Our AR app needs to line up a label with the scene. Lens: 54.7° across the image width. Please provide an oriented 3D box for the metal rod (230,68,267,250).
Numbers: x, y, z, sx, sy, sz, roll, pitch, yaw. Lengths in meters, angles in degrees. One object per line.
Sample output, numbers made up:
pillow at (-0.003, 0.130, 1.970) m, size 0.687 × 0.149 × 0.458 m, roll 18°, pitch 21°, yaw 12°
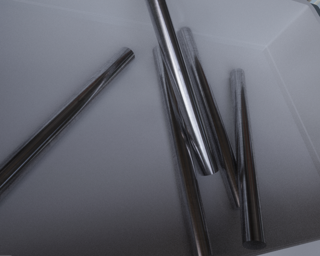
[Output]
metal rod at (0.117, 0.016, 0.433) m, size 0.025 × 0.025 × 0.300 m, roll 23°, pitch 46°, yaw -15°

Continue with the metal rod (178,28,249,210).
metal rod at (0.074, -0.029, 0.462) m, size 0.025 × 0.025 × 0.299 m, roll 0°, pitch 62°, yaw -28°

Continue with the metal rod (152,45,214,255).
metal rod at (0.024, 0.012, 0.411) m, size 0.025 × 0.025 × 0.299 m, roll 4°, pitch 60°, yaw -26°

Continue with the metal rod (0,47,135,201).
metal rod at (-0.112, -0.008, 0.349) m, size 0.025 × 0.025 × 0.301 m, roll 37°, pitch 51°, yaw -4°

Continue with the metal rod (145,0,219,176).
metal rod at (0.019, -0.083, 0.391) m, size 0.025 × 0.025 × 0.298 m, roll -23°, pitch 98°, yaw -36°
